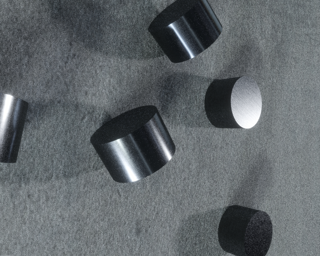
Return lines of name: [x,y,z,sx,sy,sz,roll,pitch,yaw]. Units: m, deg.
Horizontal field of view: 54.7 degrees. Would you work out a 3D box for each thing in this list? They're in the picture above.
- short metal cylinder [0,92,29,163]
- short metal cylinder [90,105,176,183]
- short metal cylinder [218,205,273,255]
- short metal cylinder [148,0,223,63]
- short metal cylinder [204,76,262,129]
short metal cylinder: [-0.151,-0.003,0.243,0.081,0.080,0.050,15,81,-39]
short metal cylinder: [-0.029,0.016,0.346,0.080,0.080,0.050,-40,115,-33]
short metal cylinder: [0.141,0.172,0.511,0.081,0.050,0.079,0,90,-40]
short metal cylinder: [0.032,-0.129,0.398,0.050,0.080,0.080,50,61,-29]
short metal cylinder: [0.116,-0.039,0.489,0.081,0.050,0.079,0,90,-40]
